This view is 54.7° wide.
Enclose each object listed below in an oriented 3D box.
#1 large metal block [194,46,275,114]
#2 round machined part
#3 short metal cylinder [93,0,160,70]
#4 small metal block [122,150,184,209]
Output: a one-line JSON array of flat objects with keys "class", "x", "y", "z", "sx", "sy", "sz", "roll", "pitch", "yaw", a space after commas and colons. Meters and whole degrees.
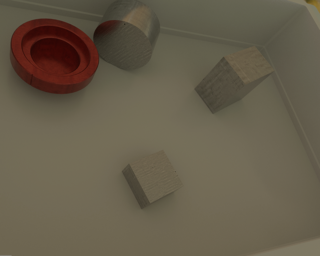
[{"class": "large metal block", "x": 0.114, "y": -0.074, "z": 0.480, "sx": 0.081, "sy": 0.080, "sz": 0.050, "roll": -26, "pitch": 76, "yaw": -37}, {"class": "round machined part", "x": -0.128, "y": -0.081, "z": 0.376, "sx": 0.099, "sy": 0.042, "sz": 0.098, "roll": 14, "pitch": 56, "yaw": -21}, {"class": "short metal cylinder", "x": -0.044, "y": -0.127, "z": 0.426, "sx": 0.080, "sy": 0.080, "sz": 0.050, "roll": 25, "pitch": 53, "yaw": -14}, {"class": "small metal block", "x": -0.009, "y": 0.060, "z": 0.366, "sx": 0.050, "sy": 0.025, "sz": 0.050, "roll": -19, "pitch": 72, "yaw": -36}]
